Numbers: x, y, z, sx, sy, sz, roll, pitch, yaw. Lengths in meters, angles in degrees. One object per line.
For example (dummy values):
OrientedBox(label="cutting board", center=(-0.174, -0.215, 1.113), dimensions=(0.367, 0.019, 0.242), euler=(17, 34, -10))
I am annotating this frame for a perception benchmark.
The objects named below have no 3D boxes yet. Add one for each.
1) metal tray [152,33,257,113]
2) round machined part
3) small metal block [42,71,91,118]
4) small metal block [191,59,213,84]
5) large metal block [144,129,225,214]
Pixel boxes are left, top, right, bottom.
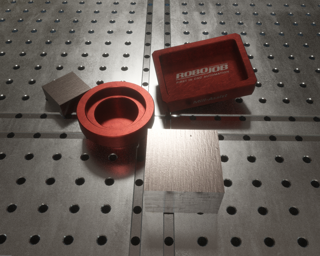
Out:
OrientedBox(label="metal tray", center=(0.061, -0.080, 0.444), dimensions=(0.131, 0.030, 0.090), euler=(-12, 65, 1))
OrientedBox(label="round machined part", center=(-0.056, -0.014, 0.407), dimensions=(0.099, 0.042, 0.098), euler=(0, 50, 0))
OrientedBox(label="small metal block", center=(-0.132, -0.049, 0.447), dimensions=(0.050, 0.025, 0.050), euler=(-34, 58, -26))
OrientedBox(label="small metal block", center=(0.072, -0.094, 0.488), dimensions=(0.050, 0.025, 0.050), euler=(18, 52, 14))
OrientedBox(label="large metal block", center=(0.025, 0.048, 0.351), dimensions=(0.081, 0.050, 0.080), euler=(1, 50, 1))
